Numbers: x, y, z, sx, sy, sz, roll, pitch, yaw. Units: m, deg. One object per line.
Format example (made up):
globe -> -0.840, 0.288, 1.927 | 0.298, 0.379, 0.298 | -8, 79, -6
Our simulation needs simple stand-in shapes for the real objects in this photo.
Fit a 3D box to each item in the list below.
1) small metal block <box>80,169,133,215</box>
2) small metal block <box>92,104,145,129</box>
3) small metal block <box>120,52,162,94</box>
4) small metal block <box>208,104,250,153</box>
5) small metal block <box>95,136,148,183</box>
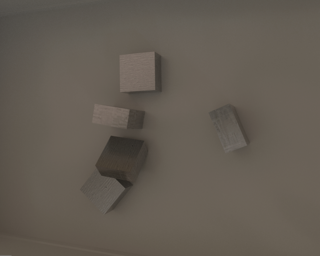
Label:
small metal block -> -0.075, 0.084, 0.436 | 0.050, 0.025, 0.050 | 42, 103, 15
small metal block -> -0.054, -0.015, 0.415 | 0.050, 0.050, 0.025 | 10, 94, 19
small metal block -> -0.026, -0.073, 0.419 | 0.050, 0.025, 0.050 | -1, 90, 19
small metal block -> 0.083, 0.001, 0.367 | 0.025, 0.050, 0.050 | -24, 82, 18
small metal block -> -0.050, 0.040, 0.413 | 0.050, 0.025, 0.050 | 8, 52, 19
